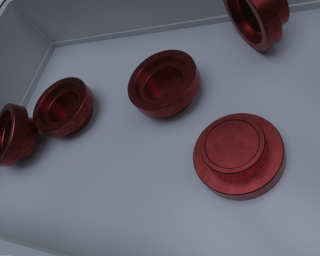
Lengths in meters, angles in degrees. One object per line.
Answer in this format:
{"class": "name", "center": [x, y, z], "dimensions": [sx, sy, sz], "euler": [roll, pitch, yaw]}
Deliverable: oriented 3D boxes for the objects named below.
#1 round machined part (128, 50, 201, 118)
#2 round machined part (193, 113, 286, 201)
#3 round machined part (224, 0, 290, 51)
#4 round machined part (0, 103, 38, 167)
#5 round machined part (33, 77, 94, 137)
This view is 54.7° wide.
{"class": "round machined part", "center": [0.009, -0.056, 0.423], "dimensions": [0.098, 0.042, 0.098], "euler": [-13, 56, 20]}
{"class": "round machined part", "center": [0.082, 0.025, 0.336], "dimensions": [0.098, 0.042, 0.098], "euler": [-13, 56, 20]}
{"class": "round machined part", "center": [0.122, -0.149, 0.385], "dimensions": [0.042, 0.098, 0.098], "euler": [-33, 52, 4]}
{"class": "round machined part", "center": [-0.227, 0.013, 0.488], "dimensions": [0.098, 0.042, 0.098], "euler": [-16, 67, 44]}
{"class": "round machined part", "center": [-0.145, -0.028, 0.486], "dimensions": [0.098, 0.042, 0.098], "euler": [-13, 56, 20]}
